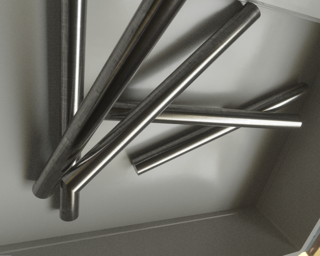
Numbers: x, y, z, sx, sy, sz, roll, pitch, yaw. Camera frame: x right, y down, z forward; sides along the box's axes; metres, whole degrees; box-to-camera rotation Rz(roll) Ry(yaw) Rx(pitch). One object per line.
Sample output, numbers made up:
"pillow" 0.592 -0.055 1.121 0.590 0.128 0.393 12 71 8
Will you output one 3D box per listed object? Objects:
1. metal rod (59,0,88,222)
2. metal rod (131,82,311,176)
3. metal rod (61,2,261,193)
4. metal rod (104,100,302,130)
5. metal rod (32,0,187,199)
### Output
"metal rod" -0.099 -0.014 0.346 0.025 0.025 0.298 -5 121 -26
"metal rod" 0.099 -0.004 0.462 0.302 0.025 0.025 -23 127 -15
"metal rod" 0.009 -0.042 0.359 0.301 0.025 0.025 -44 130 -10
"metal rod" 0.069 -0.015 0.417 0.303 0.025 0.025 2 117 -23
"metal rod" -0.065 -0.012 0.289 0.025 0.025 0.298 11 137 -34
